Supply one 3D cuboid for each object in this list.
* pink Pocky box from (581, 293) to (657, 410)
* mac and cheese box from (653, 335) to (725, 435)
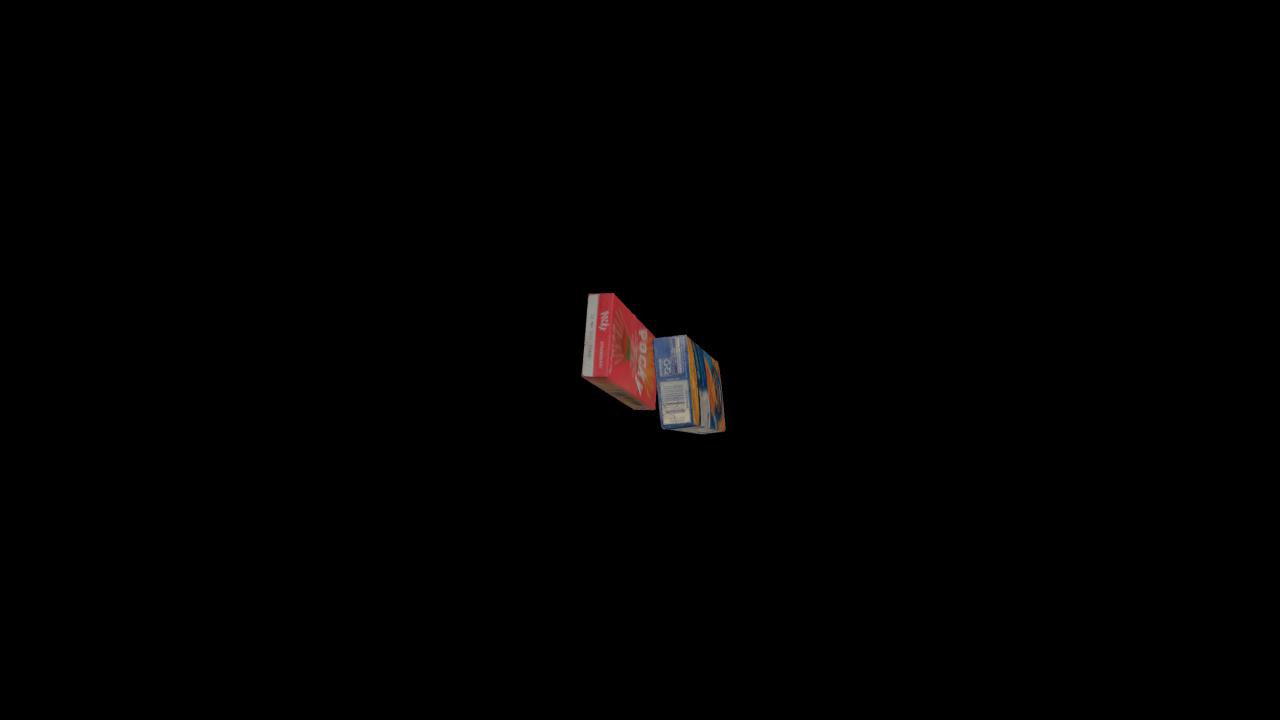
[{"bbox_3d":[-0.015,-0.003,0.634,0.029,0.084,0.155,-1,-17,18],"label":"pink Pocky box"},{"bbox_3d":[0.059,0.034,0.685,0.041,0.093,0.184,-9,-10,16],"label":"mac and cheese box"}]
